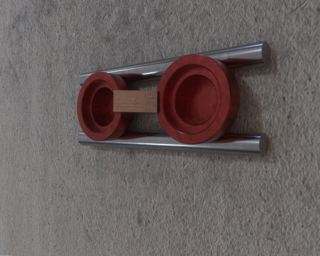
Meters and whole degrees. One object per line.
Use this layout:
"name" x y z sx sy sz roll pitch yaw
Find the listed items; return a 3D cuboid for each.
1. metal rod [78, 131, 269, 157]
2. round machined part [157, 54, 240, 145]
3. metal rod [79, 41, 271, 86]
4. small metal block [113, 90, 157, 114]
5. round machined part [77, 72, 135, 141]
"metal rod" -0.009 0.017 0.413 0.300 0.025 0.025 0 90 40
"round machined part" 0.046 -0.031 0.351 0.098 0.042 0.097 0 90 40
"metal rod" -0.007 -0.077 0.412 0.300 0.025 0.025 0 90 40
"small metal block" -0.031 -0.031 0.382 0.050 0.050 0.025 178 93 -83
"round machined part" -0.074 -0.030 0.451 0.098 0.042 0.097 0 90 40
